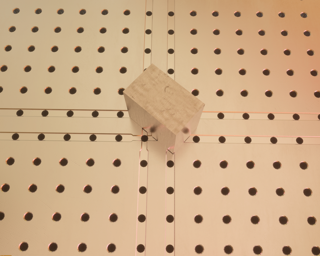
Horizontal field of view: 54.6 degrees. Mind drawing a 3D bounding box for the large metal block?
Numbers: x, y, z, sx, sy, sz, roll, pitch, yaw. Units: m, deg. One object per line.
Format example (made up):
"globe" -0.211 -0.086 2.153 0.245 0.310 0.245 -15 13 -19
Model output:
"large metal block" 0.004 -0.021 0.390 0.080 0.080 0.050 40 75 13
